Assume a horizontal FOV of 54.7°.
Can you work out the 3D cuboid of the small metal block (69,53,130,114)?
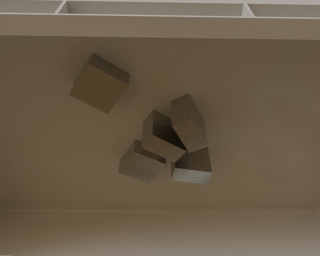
[{"bbox_3d":[-0.070,-0.051,0.365,0.050,0.025,0.050,27,125,-22],"label":"small metal block"}]

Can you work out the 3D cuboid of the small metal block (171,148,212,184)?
[{"bbox_3d":[0.042,0.049,0.434,0.050,0.050,0.025,8,130,-7],"label":"small metal block"}]

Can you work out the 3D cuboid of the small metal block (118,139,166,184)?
[{"bbox_3d":[-0.026,0.050,0.451,0.050,0.025,0.050,24,126,-19],"label":"small metal block"}]

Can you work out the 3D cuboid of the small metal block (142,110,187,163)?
[{"bbox_3d":[0.005,0.010,0.401,0.050,0.050,0.025,27,125,-21],"label":"small metal block"}]

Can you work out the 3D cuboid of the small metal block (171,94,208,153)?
[{"bbox_3d":[0.036,-0.006,0.388,0.025,0.050,0.050,-22,127,17],"label":"small metal block"}]
